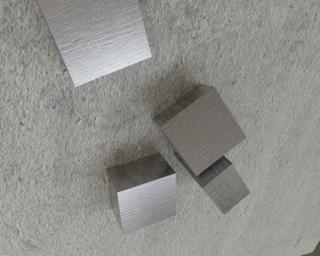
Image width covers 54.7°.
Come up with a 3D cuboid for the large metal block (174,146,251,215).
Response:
[{"bbox_3d":[0.076,0.067,0.453,0.050,0.080,0.080,-40,130,-2],"label":"large metal block"}]

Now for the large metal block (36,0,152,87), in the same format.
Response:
[{"bbox_3d":[-0.063,-0.098,0.296,0.080,0.050,0.080,-25,128,-13],"label":"large metal block"}]

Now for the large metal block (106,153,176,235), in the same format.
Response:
[{"bbox_3d":[-0.025,0.091,0.433,0.081,0.050,0.079,-15,125,-20],"label":"large metal block"}]

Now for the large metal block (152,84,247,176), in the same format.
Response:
[{"bbox_3d":[0.050,0.000,0.401,0.080,0.050,0.080,-37,108,-3],"label":"large metal block"}]
